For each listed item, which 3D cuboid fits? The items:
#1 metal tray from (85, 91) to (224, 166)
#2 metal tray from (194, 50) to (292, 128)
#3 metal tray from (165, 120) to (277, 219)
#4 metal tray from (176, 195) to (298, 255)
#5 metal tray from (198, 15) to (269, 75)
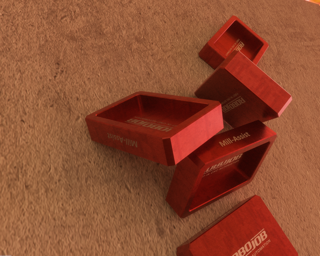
[{"bbox_3d":[-0.008,-0.007,0.344,0.091,0.130,0.030,-32,122,-38],"label":"metal tray"},{"bbox_3d":[0.104,-0.044,0.419,0.090,0.130,0.030,40,79,-1],"label":"metal tray"},{"bbox_3d":[0.074,0.047,0.370,0.131,0.089,0.030,-16,47,-35],"label":"metal tray"},{"bbox_3d":[0.094,0.147,0.361,0.131,0.030,0.090,-22,73,-36],"label":"metal tray"},{"bbox_3d":[0.136,-0.142,0.559,0.090,0.030,0.131,40,51,-1],"label":"metal tray"}]
